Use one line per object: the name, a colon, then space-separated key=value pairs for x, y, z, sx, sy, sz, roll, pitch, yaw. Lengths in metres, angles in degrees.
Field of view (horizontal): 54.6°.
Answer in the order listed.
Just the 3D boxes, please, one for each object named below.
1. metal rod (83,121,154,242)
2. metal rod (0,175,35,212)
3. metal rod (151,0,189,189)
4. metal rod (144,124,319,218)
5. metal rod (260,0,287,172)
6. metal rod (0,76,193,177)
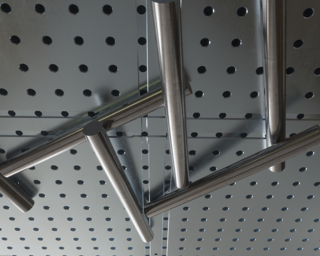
metal rod: x=-0.052 y=0.102 z=0.479 sx=0.025 sy=0.025 sz=0.299 roll=-9 pitch=135 yaw=7
metal rod: x=-0.276 y=0.025 z=0.430 sx=0.025 sy=0.025 sz=0.299 roll=-17 pitch=128 yaw=13
metal rod: x=0.019 y=-0.013 z=0.370 sx=0.025 sy=0.025 sz=0.299 roll=-4 pitch=139 yaw=4
metal rod: x=0.089 y=0.074 z=0.454 sx=0.299 sy=0.025 sz=0.025 roll=-32 pitch=124 yaw=32
metal rod: x=0.135 y=-0.054 z=0.366 sx=0.025 sy=0.025 sz=0.299 roll=-11 pitch=130 yaw=9
metal rod: x=-0.098 y=0.005 z=0.414 sx=0.300 sy=0.025 sz=0.025 roll=-23 pitch=126 yaw=18
